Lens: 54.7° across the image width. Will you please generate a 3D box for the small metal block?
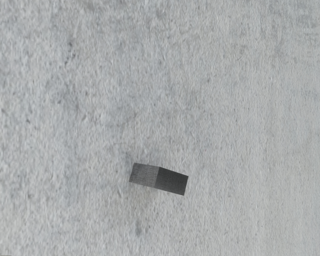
[{"bbox_3d":[-0.002,0.064,0.389,0.050,0.050,0.025,24,75,-38],"label":"small metal block"}]
